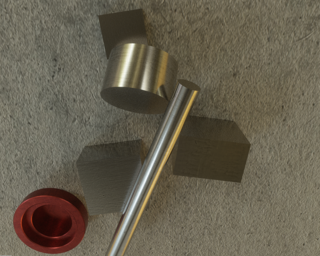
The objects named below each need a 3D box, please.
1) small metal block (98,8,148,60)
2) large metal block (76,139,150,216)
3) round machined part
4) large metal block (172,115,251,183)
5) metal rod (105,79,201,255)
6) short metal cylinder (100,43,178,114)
[{"bbox_3d":[-0.041,-0.112,0.368,0.050,0.025,0.050,-8,110,2],"label":"small metal block"},{"bbox_3d":[-0.059,0.066,0.420,0.080,0.050,0.079,-7,110,2],"label":"large metal block"},{"bbox_3d":[-0.152,0.128,0.446,0.099,0.042,0.097,0,110,-1],"label":"round machined part"},{"bbox_3d":[0.058,0.022,0.390,0.081,0.080,0.050,7,110,-3],"label":"large metal block"},{"bbox_3d":[-0.022,0.079,0.379,0.025,0.025,0.298,19,116,-7],"label":"metal rod"},{"bbox_3d":[-0.023,-0.053,0.353,0.081,0.080,0.050,11,74,-5],"label":"short metal cylinder"}]
